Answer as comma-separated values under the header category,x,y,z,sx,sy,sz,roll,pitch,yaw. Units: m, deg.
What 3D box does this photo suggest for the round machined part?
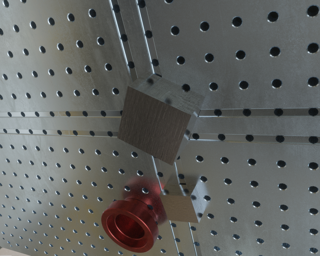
category,x,y,z,sx,sy,sz,roll,pitch,yaw
round machined part,-0.046,0.159,0.523,0.098,0.042,0.097,13,124,21

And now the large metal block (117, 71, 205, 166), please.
category,x,y,z,sx,sy,sz,roll,pitch,yaw
large metal block,0.000,-0.012,0.387,0.080,0.050,0.079,26,128,12

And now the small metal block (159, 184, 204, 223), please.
category,x,y,z,sx,sy,sz,roll,pitch,yaw
small metal block,0.033,0.113,0.464,0.050,0.025,0.050,-4,117,30
